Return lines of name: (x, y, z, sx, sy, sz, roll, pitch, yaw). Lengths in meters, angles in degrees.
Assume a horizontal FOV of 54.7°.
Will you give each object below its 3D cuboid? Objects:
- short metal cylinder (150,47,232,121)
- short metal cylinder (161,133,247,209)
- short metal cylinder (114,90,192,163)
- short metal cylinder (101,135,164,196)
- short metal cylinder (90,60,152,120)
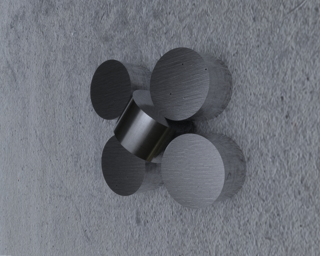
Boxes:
short metal cylinder: (0.035, -0.048, 0.357, 0.080, 0.050, 0.079, 0, 90, 39)
short metal cylinder: (0.048, 0.046, 0.347, 0.080, 0.050, 0.079, 0, 90, 39)
short metal cylinder: (-0.009, -0.003, 0.376, 0.080, 0.081, 0.050, 47, 118, 29)
short metal cylinder: (-0.032, 0.046, 0.413, 0.080, 0.050, 0.079, 0, 90, 39)
short metal cylinder: (-0.051, -0.051, 0.429, 0.080, 0.050, 0.079, 0, 90, 39)
